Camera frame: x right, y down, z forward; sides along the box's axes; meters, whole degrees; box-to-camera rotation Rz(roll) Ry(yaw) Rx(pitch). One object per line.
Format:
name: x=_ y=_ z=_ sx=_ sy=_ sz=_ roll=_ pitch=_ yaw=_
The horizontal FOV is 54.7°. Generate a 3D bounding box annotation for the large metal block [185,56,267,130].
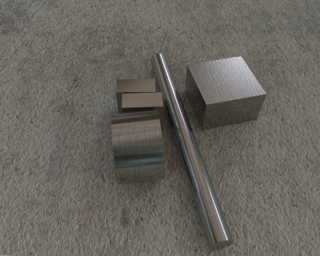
large metal block: x=0.086 y=-0.050 z=0.430 sx=0.081 sy=0.050 sz=0.080 roll=-11 pitch=51 yaw=-9

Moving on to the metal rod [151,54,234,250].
metal rod: x=0.029 y=0.004 z=0.400 sx=0.025 sy=0.025 sz=0.300 roll=-9 pitch=51 yaw=-8

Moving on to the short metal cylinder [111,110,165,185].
short metal cylinder: x=-0.025 y=0.021 z=0.350 sx=0.050 sy=0.080 sz=0.080 roll=-6 pitch=50 yaw=-5

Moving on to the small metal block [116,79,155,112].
small metal block: x=-0.031 y=-0.039 z=0.420 sx=0.050 sy=0.050 sz=0.025 roll=-1 pitch=50 yaw=-1

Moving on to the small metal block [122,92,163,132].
small metal block: x=-0.022 y=-0.019 z=0.403 sx=0.050 sy=0.050 sz=0.025 roll=-2 pitch=50 yaw=-2
